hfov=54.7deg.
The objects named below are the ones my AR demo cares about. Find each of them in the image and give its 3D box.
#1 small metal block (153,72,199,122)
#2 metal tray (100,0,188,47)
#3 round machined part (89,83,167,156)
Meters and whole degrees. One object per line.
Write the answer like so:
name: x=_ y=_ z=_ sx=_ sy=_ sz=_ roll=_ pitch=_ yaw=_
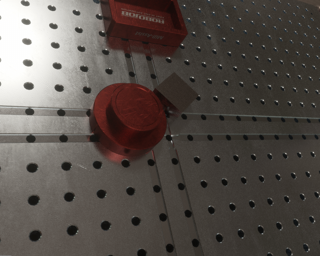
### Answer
small metal block: x=0.020 y=-0.046 z=0.449 sx=0.050 sy=0.025 sz=0.050 roll=43 pitch=51 yaw=1
metal tray: x=-0.026 y=-0.184 z=0.504 sx=0.131 sy=0.030 sz=0.090 roll=1 pitch=61 yaw=-28
round machined part: x=-0.035 y=-0.017 z=0.390 sx=0.099 sy=0.042 sz=0.098 roll=14 pitch=56 yaw=-21
